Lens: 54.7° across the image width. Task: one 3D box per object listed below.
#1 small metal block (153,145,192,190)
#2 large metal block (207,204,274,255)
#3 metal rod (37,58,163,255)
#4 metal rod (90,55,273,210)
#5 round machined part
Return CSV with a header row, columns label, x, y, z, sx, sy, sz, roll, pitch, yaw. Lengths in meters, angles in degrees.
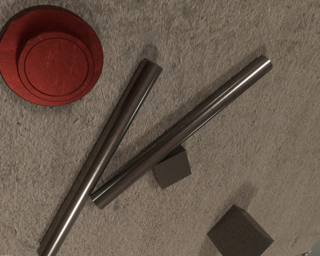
label,x,y,z,sx,sy,sz,roll,pitch,yaw
small metal block,0.014,0.054,0.450,0.050,0.025,0.050,-26,128,-13
large metal block,0.150,0.207,0.584,0.050,0.080,0.080,33,100,-39
metal rod,-0.082,0.049,0.393,0.025,0.025,0.298,21,107,-36
metal rod,0.032,0.003,0.420,0.301,0.025,0.025,-39,130,-5
round machined part,-0.103,-0.064,0.301,0.099,0.042,0.097,-14,125,-21
